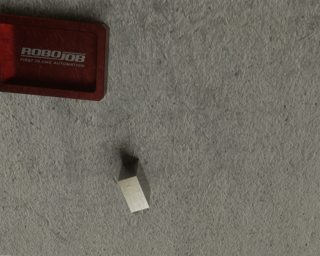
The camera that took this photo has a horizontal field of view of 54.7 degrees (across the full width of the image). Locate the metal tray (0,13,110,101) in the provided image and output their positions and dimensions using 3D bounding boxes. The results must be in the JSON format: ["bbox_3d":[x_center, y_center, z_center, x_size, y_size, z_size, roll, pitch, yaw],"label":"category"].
[{"bbox_3d":[-0.130,-0.085,0.374,0.131,0.030,0.089,5,110,-2],"label":"metal tray"}]

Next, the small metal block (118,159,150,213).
[{"bbox_3d":[-0.034,0.078,0.425,0.025,0.050,0.050,-18,109,6],"label":"small metal block"}]
